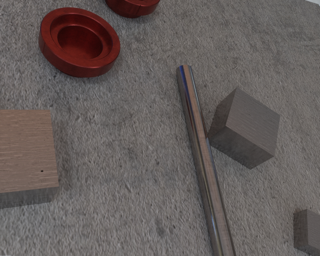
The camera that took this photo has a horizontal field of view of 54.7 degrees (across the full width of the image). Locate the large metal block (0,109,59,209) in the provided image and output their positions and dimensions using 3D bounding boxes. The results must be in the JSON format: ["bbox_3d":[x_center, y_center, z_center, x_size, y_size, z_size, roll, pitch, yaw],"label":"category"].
[{"bbox_3d":[-0.145,0.030,0.291,0.081,0.050,0.080,-1,63,-29],"label":"large metal block"}]

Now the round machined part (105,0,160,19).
[{"bbox_3d":[-0.050,-0.216,0.497,0.099,0.042,0.098,14,56,-21],"label":"round machined part"}]

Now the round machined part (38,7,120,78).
[{"bbox_3d":[-0.105,-0.104,0.400,0.099,0.042,0.098,14,56,-21],"label":"round machined part"}]

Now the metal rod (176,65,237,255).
[{"bbox_3d":[0.058,0.042,0.409,0.025,0.025,0.299,5,59,-26],"label":"metal rod"}]

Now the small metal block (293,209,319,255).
[{"bbox_3d":[0.214,0.148,0.429,0.050,0.025,0.050,27,52,-12],"label":"small metal block"}]

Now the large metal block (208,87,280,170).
[{"bbox_3d":[0.123,0.001,0.453,0.080,0.050,0.080,31,52,-8],"label":"large metal block"}]
